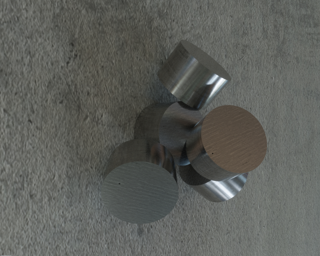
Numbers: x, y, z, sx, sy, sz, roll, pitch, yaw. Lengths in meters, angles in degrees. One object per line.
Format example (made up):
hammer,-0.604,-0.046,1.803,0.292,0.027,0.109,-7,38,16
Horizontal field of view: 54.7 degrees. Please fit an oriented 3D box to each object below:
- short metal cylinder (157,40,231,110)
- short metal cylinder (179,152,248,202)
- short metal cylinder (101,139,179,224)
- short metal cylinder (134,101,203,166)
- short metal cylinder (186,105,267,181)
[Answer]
short metal cylinder,0.044,-0.068,0.399,0.080,0.080,0.050,17,122,-39
short metal cylinder,0.074,0.056,0.432,0.050,0.080,0.080,42,64,-32
short metal cylinder,-0.021,0.059,0.345,0.081,0.050,0.079,-1,115,-1
short metal cylinder,0.013,0.006,0.401,0.081,0.050,0.080,0,89,-40
short metal cylinder,0.077,0.019,0.368,0.081,0.050,0.080,5,69,-14
